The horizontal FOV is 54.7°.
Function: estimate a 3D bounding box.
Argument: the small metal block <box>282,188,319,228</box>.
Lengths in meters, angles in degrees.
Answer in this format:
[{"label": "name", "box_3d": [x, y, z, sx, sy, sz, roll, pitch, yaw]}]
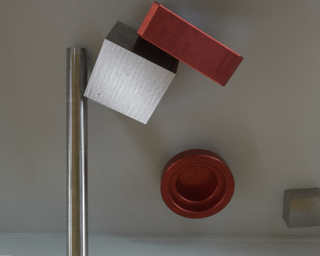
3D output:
[{"label": "small metal block", "box_3d": [0.213, 0.118, 0.458, 0.050, 0.025, 0.050, -4, 110, 1]}]

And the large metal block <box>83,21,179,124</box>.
[{"label": "large metal block", "box_3d": [-0.032, -0.063, 0.361, 0.080, 0.050, 0.079, 25, 130, -10]}]

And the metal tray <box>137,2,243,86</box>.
[{"label": "metal tray", "box_3d": [0.026, -0.091, 0.322, 0.090, 0.130, 0.030, 29, 107, -11]}]

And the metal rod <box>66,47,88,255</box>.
[{"label": "metal rod", "box_3d": [-0.099, 0.054, 0.371, 0.025, 0.025, 0.298, -1, 88, 0]}]

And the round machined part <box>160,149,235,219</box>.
[{"label": "round machined part", "box_3d": [0.050, 0.073, 0.430, 0.099, 0.042, 0.097, 0, 110, -1]}]
